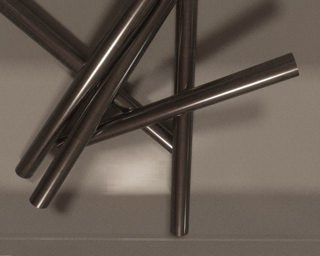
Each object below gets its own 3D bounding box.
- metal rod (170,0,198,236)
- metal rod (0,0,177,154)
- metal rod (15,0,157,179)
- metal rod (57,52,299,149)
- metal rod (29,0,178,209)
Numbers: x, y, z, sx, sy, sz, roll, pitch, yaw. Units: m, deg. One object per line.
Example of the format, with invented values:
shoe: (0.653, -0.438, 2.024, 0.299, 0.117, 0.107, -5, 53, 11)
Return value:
metal rod: (0.029, -0.006, 0.388, 0.025, 0.025, 0.298, 1, 102, -1)
metal rod: (-0.085, -0.066, 0.385, 0.300, 0.025, 0.025, 40, 105, -14)
metal rod: (-0.098, -0.041, 0.370, 0.025, 0.025, 0.299, 36, 115, -13)
metal rod: (0.003, -0.021, 0.365, 0.300, 0.025, 0.025, -18, 110, 21)
metal rod: (-0.072, -0.029, 0.369, 0.025, 0.025, 0.299, 32, 99, -11)
